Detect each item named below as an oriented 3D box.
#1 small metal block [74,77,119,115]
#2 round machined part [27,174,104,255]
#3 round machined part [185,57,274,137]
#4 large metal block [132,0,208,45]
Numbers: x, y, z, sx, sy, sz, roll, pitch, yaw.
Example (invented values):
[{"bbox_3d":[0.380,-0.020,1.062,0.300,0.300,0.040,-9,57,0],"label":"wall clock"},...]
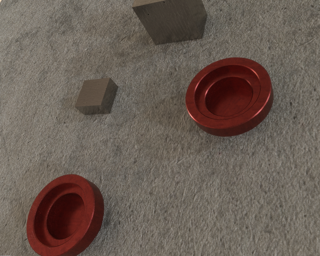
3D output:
[{"bbox_3d":[-0.099,-0.049,0.484,0.050,0.025,0.050,-1,61,27],"label":"small metal block"},{"bbox_3d":[-0.110,0.110,0.382,0.098,0.042,0.098,-13,56,20],"label":"round machined part"},{"bbox_3d":[0.084,-0.033,0.369,0.098,0.042,0.098,-13,56,20],"label":"round machined part"},{"bbox_3d":[0.017,-0.176,0.466,0.080,0.080,0.050,0,62,28],"label":"large metal block"}]
